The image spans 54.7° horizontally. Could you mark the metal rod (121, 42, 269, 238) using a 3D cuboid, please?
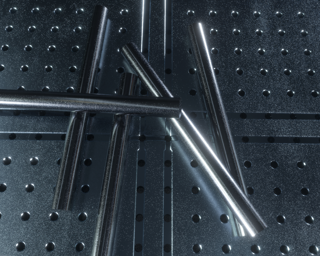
[{"bbox_3d":[0.032,-0.001,0.397,0.025,0.025,0.299,-30,67,-11],"label":"metal rod"}]

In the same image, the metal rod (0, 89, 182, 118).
[{"bbox_3d":[-0.123,-0.034,0.397,0.301,0.025,0.025,4,70,11],"label":"metal rod"}]

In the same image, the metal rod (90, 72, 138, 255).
[{"bbox_3d":[-0.059,0.068,0.386,0.025,0.025,0.299,6,70,2],"label":"metal rod"}]

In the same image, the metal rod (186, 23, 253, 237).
[{"bbox_3d":[0.078,-0.012,0.417,0.025,0.025,0.299,-9,70,-4],"label":"metal rod"}]

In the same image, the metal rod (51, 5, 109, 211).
[{"bbox_3d":[-0.105,-0.041,0.425,0.025,0.025,0.299,5,70,1],"label":"metal rod"}]
